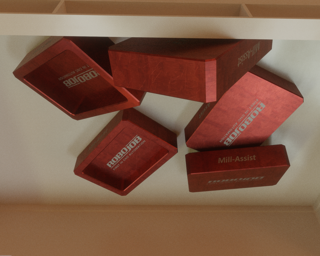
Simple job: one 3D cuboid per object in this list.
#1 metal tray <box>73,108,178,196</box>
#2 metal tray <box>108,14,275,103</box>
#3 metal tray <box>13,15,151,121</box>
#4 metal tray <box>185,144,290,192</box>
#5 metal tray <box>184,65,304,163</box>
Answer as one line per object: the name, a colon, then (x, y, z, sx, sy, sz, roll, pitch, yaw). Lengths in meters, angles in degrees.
metal tray: (-0.049, 0.038, 0.437, 0.090, 0.030, 0.129, 32, 123, -25)
metal tray: (0.032, -0.067, 0.263, 0.090, 0.131, 0.030, 15, 126, 31)
metal tray: (-0.084, -0.052, 0.319, 0.130, 0.030, 0.090, -8, 140, 47)
metal tray: (0.104, 0.060, 0.437, 0.131, 0.030, 0.090, -6, 153, 4)
metal tray: (0.101, -0.014, 0.395, 0.091, 0.030, 0.129, 21, 127, -18)
